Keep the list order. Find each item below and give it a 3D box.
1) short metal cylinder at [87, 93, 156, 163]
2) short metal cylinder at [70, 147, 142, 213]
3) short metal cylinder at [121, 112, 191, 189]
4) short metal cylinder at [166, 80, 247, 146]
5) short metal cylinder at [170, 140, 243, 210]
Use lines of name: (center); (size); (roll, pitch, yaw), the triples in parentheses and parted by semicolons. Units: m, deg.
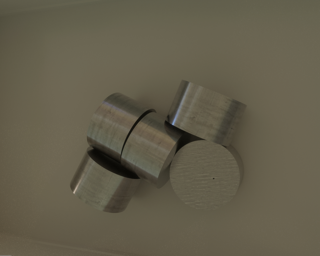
short metal cylinder: (-0.047, 0.001, 0.395); (0.050, 0.080, 0.080); (27, 99, 17)
short metal cylinder: (-0.068, 0.065, 0.402); (0.080, 0.080, 0.050); (31, 100, 17)
short metal cylinder: (-0.003, 0.027, 0.381); (0.050, 0.080, 0.080); (28, 99, 17)
short metal cylinder: (0.053, -0.018, 0.360); (0.080, 0.080, 0.050); (24, 98, 18)
short metal cylinder: (0.058, 0.053, 0.374); (0.080, 0.050, 0.079); (0, 90, 19)
